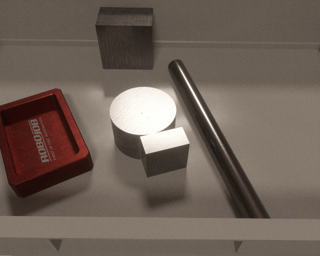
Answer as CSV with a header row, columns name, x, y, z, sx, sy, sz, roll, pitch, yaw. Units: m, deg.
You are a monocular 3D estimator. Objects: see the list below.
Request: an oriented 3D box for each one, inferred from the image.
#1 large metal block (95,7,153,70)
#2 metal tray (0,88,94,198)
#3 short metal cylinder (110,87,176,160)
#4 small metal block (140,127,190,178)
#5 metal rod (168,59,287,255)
name,x,y,z,sx,sy,sz,roll,pitch,yaw
large metal block,-0.051,-0.139,0.486,0.081,0.080,0.050,1,50,0
metal tray,-0.149,0.012,0.389,0.091,0.030,0.130,-21,54,-18
short metal cylinder,-0.021,-0.007,0.394,0.081,0.050,0.080,0,50,0
small metal block,0.005,0.029,0.364,0.050,0.050,0.025,-13,52,-11
metal rod,0.069,0.012,0.395,0.025,0.025,0.299,-13,51,-11
